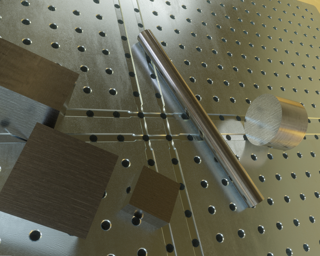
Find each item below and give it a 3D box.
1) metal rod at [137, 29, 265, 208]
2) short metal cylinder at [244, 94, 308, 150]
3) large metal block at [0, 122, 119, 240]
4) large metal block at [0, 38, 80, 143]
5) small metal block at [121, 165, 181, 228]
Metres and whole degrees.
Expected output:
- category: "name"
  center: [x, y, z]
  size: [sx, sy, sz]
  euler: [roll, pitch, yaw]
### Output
- category: "metal rod"
  center: [0.053, -0.022, 0.451]
  size: [0.025, 0.025, 0.299]
  euler: [-22, 74, -36]
- category: "short metal cylinder"
  center: [0.176, -0.008, 0.475]
  size: [0.050, 0.080, 0.080]
  euler: [11, 57, -23]
- category: "large metal block"
  center: [-0.096, 0.051, 0.296]
  size: [0.080, 0.050, 0.080]
  euler: [25, 69, -14]
- category: "large metal block"
  center: [-0.139, -0.032, 0.318]
  size: [0.080, 0.080, 0.050]
  euler: [24, 53, -14]
- category: "small metal block"
  center: [-0.010, 0.079, 0.356]
  size: [0.050, 0.025, 0.050]
  euler: [29, 52, -10]
